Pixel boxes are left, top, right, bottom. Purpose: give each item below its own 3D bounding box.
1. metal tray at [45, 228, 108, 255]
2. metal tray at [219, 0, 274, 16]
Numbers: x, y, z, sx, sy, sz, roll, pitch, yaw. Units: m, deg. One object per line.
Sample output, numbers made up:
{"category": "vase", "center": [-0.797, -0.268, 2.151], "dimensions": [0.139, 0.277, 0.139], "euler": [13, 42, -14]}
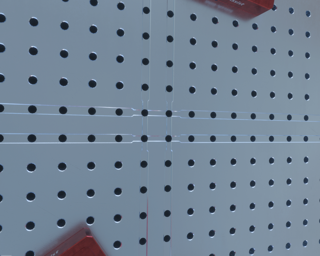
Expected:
{"category": "metal tray", "center": [-0.116, 0.196, 0.367], "dimensions": [0.131, 0.030, 0.090], "euler": [-34, 101, -17]}
{"category": "metal tray", "center": [0.110, -0.230, 0.450], "dimensions": [0.131, 0.030, 0.090], "euler": [13, 86, -20]}
